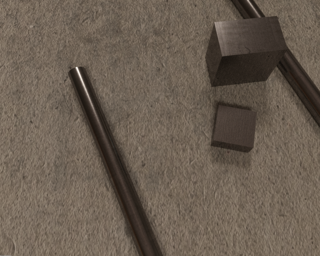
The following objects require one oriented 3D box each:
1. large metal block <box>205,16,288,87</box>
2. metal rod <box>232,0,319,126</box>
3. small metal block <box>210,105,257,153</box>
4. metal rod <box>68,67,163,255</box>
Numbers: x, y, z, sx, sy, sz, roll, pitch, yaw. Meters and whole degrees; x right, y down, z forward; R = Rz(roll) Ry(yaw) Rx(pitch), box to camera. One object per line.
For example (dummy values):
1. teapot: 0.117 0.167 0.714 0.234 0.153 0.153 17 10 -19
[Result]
1. large metal block: 0.111 -0.100 0.417 0.081 0.080 0.050 -7 70 -3
2. metal rod: 0.169 -0.121 0.454 0.025 0.025 0.299 -24 72 -9
3. small metal block: 0.097 0.001 0.409 0.050 0.025 0.050 11 70 3
4. metal rod: -0.056 0.050 0.389 0.025 0.025 0.299 -23 72 -8
